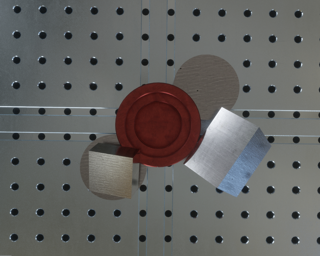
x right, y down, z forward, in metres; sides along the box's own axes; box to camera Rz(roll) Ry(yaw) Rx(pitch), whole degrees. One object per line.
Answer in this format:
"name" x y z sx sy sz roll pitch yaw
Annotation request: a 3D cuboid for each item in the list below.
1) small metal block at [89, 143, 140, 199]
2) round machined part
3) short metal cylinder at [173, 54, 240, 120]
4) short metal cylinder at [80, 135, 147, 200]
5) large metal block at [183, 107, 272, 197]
"small metal block" -0.051 0.048 0.350 0.050 0.025 0.050 8 110 12
"round machined part" -0.002 -0.004 0.375 0.099 0.042 0.097 0 90 0
"short metal cylinder" 0.056 -0.050 0.401 0.081 0.050 0.079 0 90 0
"short metal cylinder" -0.057 0.048 0.400 0.081 0.050 0.079 0 90 0
"large metal block" 0.086 0.032 0.380 0.050 0.080 0.080 34 90 34
